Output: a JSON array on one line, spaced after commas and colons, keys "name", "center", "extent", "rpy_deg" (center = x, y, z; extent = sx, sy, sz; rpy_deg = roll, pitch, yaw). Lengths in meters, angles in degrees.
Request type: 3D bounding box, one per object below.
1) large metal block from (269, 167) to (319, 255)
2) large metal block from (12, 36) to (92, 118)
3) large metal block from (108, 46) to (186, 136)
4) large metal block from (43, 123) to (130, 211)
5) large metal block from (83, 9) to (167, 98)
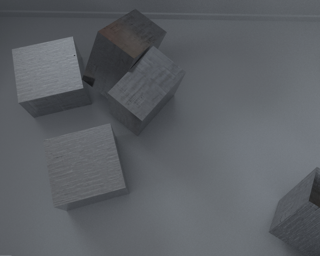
[{"name": "large metal block", "center": [0.181, 0.102, 0.338], "extent": [0.080, 0.079, 0.050], "rpy_deg": [31, 49, 10]}, {"name": "large metal block", "center": [-0.145, -0.068, 0.419], "extent": [0.081, 0.050, 0.080], "rpy_deg": [-14, 71, -5]}, {"name": "large metal block", "center": [-0.019, -0.043, 0.392], "extent": [0.050, 0.080, 0.080], "rpy_deg": [40, 74, 3]}, {"name": "large metal block", "center": [-0.088, 0.049, 0.378], "extent": [0.081, 0.050, 0.080], "rpy_deg": [-14, 71, -6]}, {"name": "large metal block", "center": [-0.046, -0.092, 0.395], "extent": [0.050, 0.080, 0.080], "rpy_deg": [38, 47, 1]}]
